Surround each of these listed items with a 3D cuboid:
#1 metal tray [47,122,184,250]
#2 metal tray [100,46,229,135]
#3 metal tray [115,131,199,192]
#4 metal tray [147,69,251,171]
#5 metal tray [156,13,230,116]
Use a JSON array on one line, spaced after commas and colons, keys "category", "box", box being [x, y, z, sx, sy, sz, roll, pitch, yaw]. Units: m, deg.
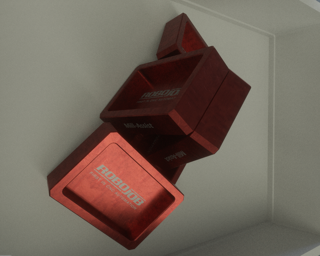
[{"category": "metal tray", "box": [-0.044, 0.068, 0.343, 0.090, 0.030, 0.130, -45, 120, -4]}, {"category": "metal tray", "box": [0.000, -0.037, 0.336, 0.030, 0.130, 0.090, 48, 62, -29]}, {"category": "metal tray", "box": [0.008, 0.007, 0.409, 0.090, 0.030, 0.130, 47, 62, -30]}, {"category": "metal tray", "box": [0.039, -0.003, 0.355, 0.030, 0.130, 0.090, 37, 65, -9]}, {"category": "metal tray", "box": [0.052, -0.081, 0.424, 0.130, 0.030, 0.090, 46, 37, -30]}]
